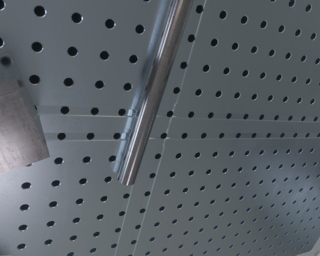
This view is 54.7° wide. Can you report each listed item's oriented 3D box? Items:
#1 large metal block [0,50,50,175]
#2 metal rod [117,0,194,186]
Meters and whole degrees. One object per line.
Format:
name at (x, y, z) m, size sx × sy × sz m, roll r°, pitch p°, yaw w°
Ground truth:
large metal block at (-0.146, -0.016, 0.286) m, size 0.050 × 0.080 × 0.079 m, roll -21°, pitch 127°, yaw -16°
metal rod at (-0.003, -0.058, 0.373) m, size 0.025 × 0.025 × 0.298 m, roll 4°, pitch 116°, yaw -31°
